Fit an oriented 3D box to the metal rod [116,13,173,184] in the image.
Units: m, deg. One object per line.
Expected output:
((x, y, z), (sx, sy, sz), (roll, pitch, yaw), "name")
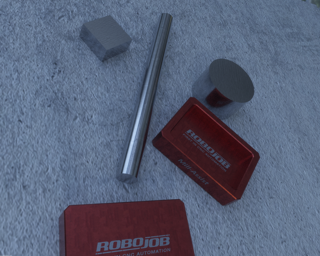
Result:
((-0.014, -0.063, 0.436), (0.025, 0.025, 0.300), (22, 53, -15), "metal rod")

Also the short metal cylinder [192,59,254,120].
((0.097, -0.060, 0.478), (0.081, 0.050, 0.080), (14, 56, -21), "short metal cylinder")

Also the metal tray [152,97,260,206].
((0.065, 0.029, 0.419), (0.130, 0.030, 0.090), (41, 51, -1), "metal tray")

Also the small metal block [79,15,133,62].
((-0.077, -0.129, 0.442), (0.050, 0.025, 0.050), (49, 51, 6), "small metal block")

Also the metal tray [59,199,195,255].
((-0.030, 0.122, 0.311), (0.131, 0.030, 0.090), (4, 60, -27), "metal tray")
